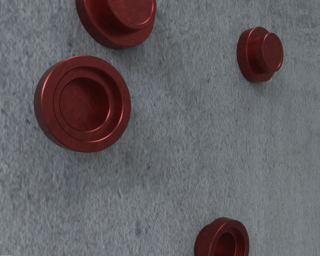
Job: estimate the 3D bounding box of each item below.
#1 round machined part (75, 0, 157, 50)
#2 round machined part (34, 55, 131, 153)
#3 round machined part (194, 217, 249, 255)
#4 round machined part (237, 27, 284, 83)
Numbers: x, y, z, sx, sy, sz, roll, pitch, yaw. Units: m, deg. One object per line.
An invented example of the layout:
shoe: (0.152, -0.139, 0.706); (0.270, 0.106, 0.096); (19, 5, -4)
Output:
round machined part: (-0.043, -0.144, 0.359); (0.099, 0.042, 0.097); (0, 90, -40)
round machined part: (-0.083, -0.024, 0.326); (0.099, 0.042, 0.097); (0, 90, -40)
round machined part: (0.090, 0.185, 0.472); (0.099, 0.042, 0.097); (0, 90, -40)
round machined part: (0.183, -0.131, 0.550); (0.099, 0.042, 0.097); (0, 90, -40)
